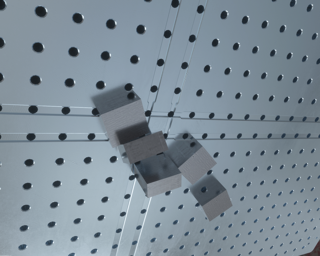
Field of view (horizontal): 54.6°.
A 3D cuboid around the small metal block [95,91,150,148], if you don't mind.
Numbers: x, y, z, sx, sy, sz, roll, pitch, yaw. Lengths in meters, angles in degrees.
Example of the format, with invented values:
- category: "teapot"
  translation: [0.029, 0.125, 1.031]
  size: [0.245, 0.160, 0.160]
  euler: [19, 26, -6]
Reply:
- category: "small metal block"
  translation: [-0.045, -0.011, 0.379]
  size: [0.050, 0.025, 0.050]
  euler: [-23, 127, -14]

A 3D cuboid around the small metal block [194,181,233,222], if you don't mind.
- category: "small metal block"
  translation: [0.094, 0.128, 0.541]
  size: [0.050, 0.025, 0.050]
  euler: [-32, 129, -7]

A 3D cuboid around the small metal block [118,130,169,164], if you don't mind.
- category: "small metal block"
  translation: [-0.023, 0.025, 0.393]
  size: [0.050, 0.050, 0.025]
  euler: [-20, 92, -17]

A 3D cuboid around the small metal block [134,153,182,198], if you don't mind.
- category: "small metal block"
  translation: [-0.004, 0.065, 0.432]
  size: [0.050, 0.050, 0.025]
  euler: [-14, 124, -20]

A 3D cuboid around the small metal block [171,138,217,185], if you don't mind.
- category: "small metal block"
  translation: [0.051, 0.051, 0.469]
  size: [0.050, 0.025, 0.050]
  euler: [-42, 129, 1]
